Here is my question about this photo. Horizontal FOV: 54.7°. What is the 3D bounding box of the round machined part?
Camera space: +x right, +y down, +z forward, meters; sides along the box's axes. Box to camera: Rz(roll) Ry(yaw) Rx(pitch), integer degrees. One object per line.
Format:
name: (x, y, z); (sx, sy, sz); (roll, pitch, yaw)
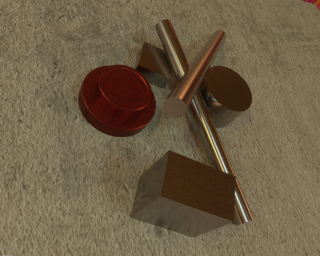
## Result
round machined part: (-0.050, -0.041, 0.392); (0.099, 0.042, 0.098); (14, 56, -21)

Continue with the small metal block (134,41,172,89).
small metal block: (-0.009, -0.093, 0.457); (0.050, 0.025, 0.050); (21, 54, -16)

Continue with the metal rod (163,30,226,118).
metal rod: (0.062, -0.094, 0.446); (0.025, 0.025, 0.301); (38, 35, -3)

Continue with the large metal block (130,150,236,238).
large metal block: (0.024, 0.076, 0.337); (0.080, 0.080, 0.050); (23, 53, -15)

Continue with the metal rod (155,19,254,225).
metal rod: (0.056, -0.018, 0.426); (0.025, 0.025, 0.299); (-12, 74, -33)

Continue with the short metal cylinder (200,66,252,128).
short metal cylinder: (0.090, -0.046, 0.467); (0.081, 0.050, 0.080); (14, 56, -21)
